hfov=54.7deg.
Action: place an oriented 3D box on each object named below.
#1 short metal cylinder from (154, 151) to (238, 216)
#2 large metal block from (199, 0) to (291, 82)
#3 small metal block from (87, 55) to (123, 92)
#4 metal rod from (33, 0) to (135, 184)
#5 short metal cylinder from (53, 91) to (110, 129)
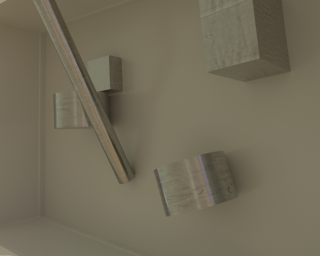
[{"bbox_3d":[0.038,0.061,0.338,0.080,0.081,0.050,-25,75,37],"label":"short metal cylinder"},{"bbox_3d":[0.084,-0.093,0.301,0.050,0.081,0.080,-9,84,39],"label":"large metal block"},{"bbox_3d":[-0.084,-0.080,0.474,0.050,0.025,0.050,-4,87,39],"label":"small metal block"},{"bbox_3d":[-0.103,-0.060,0.410,0.025,0.025,0.299,-11,109,39],"label":"metal rod"},{"bbox_3d":[-0.117,-0.025,0.465,0.080,0.081,0.050,-4,88,39],"label":"short metal cylinder"}]
